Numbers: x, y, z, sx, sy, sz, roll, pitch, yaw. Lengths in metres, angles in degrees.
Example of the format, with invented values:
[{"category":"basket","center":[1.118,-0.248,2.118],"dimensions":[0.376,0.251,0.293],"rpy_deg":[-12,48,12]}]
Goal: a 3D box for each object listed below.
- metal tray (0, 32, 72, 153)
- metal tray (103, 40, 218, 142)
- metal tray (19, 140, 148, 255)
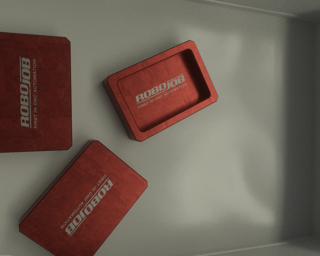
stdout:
[{"category":"metal tray","center":[-0.149,-0.039,0.353],"dimensions":[0.091,0.030,0.129],"rpy_deg":[-1,91,-21]},{"category":"metal tray","center":[0.003,-0.050,0.409],"dimensions":[0.131,0.030,0.090],"rpy_deg":[-28,100,-18]},{"category":"metal tray","center":[-0.089,0.090,0.376],"dimensions":[0.090,0.030,0.130],"rpy_deg":[43,76,-15]}]
